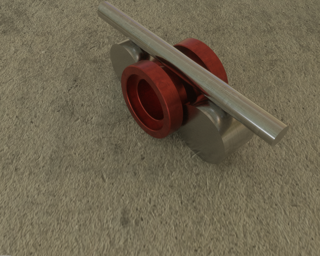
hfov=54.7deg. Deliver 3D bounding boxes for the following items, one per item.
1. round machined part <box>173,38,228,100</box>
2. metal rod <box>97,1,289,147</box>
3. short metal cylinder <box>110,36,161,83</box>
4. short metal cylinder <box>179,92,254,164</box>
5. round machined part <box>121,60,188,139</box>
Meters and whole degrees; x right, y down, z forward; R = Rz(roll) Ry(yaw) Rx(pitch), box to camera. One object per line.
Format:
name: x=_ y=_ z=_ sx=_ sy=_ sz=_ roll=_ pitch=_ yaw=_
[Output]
round machined part: x=0.040 y=-0.066 z=0.413 sx=0.042 sy=0.098 sz=0.098 roll=-35 pitch=58 yaw=-20
metal rod: x=0.018 y=-0.080 z=0.369 sx=0.025 sy=0.025 sz=0.300 roll=-33 pitch=58 yaw=-25
short metal cylinder: x=-0.028 y=-0.092 z=0.445 sx=0.050 sy=0.080 sz=0.080 roll=-32 pitch=57 yaw=-24
short metal cylinder: x=0.065 y=-0.004 z=0.373 sx=0.050 sy=0.080 sz=0.080 roll=-32 pitch=57 yaw=-24
round machined part: x=-0.003 y=-0.039 z=0.389 sx=0.042 sy=0.097 sz=0.098 roll=-30 pitch=56 yaw=-28
